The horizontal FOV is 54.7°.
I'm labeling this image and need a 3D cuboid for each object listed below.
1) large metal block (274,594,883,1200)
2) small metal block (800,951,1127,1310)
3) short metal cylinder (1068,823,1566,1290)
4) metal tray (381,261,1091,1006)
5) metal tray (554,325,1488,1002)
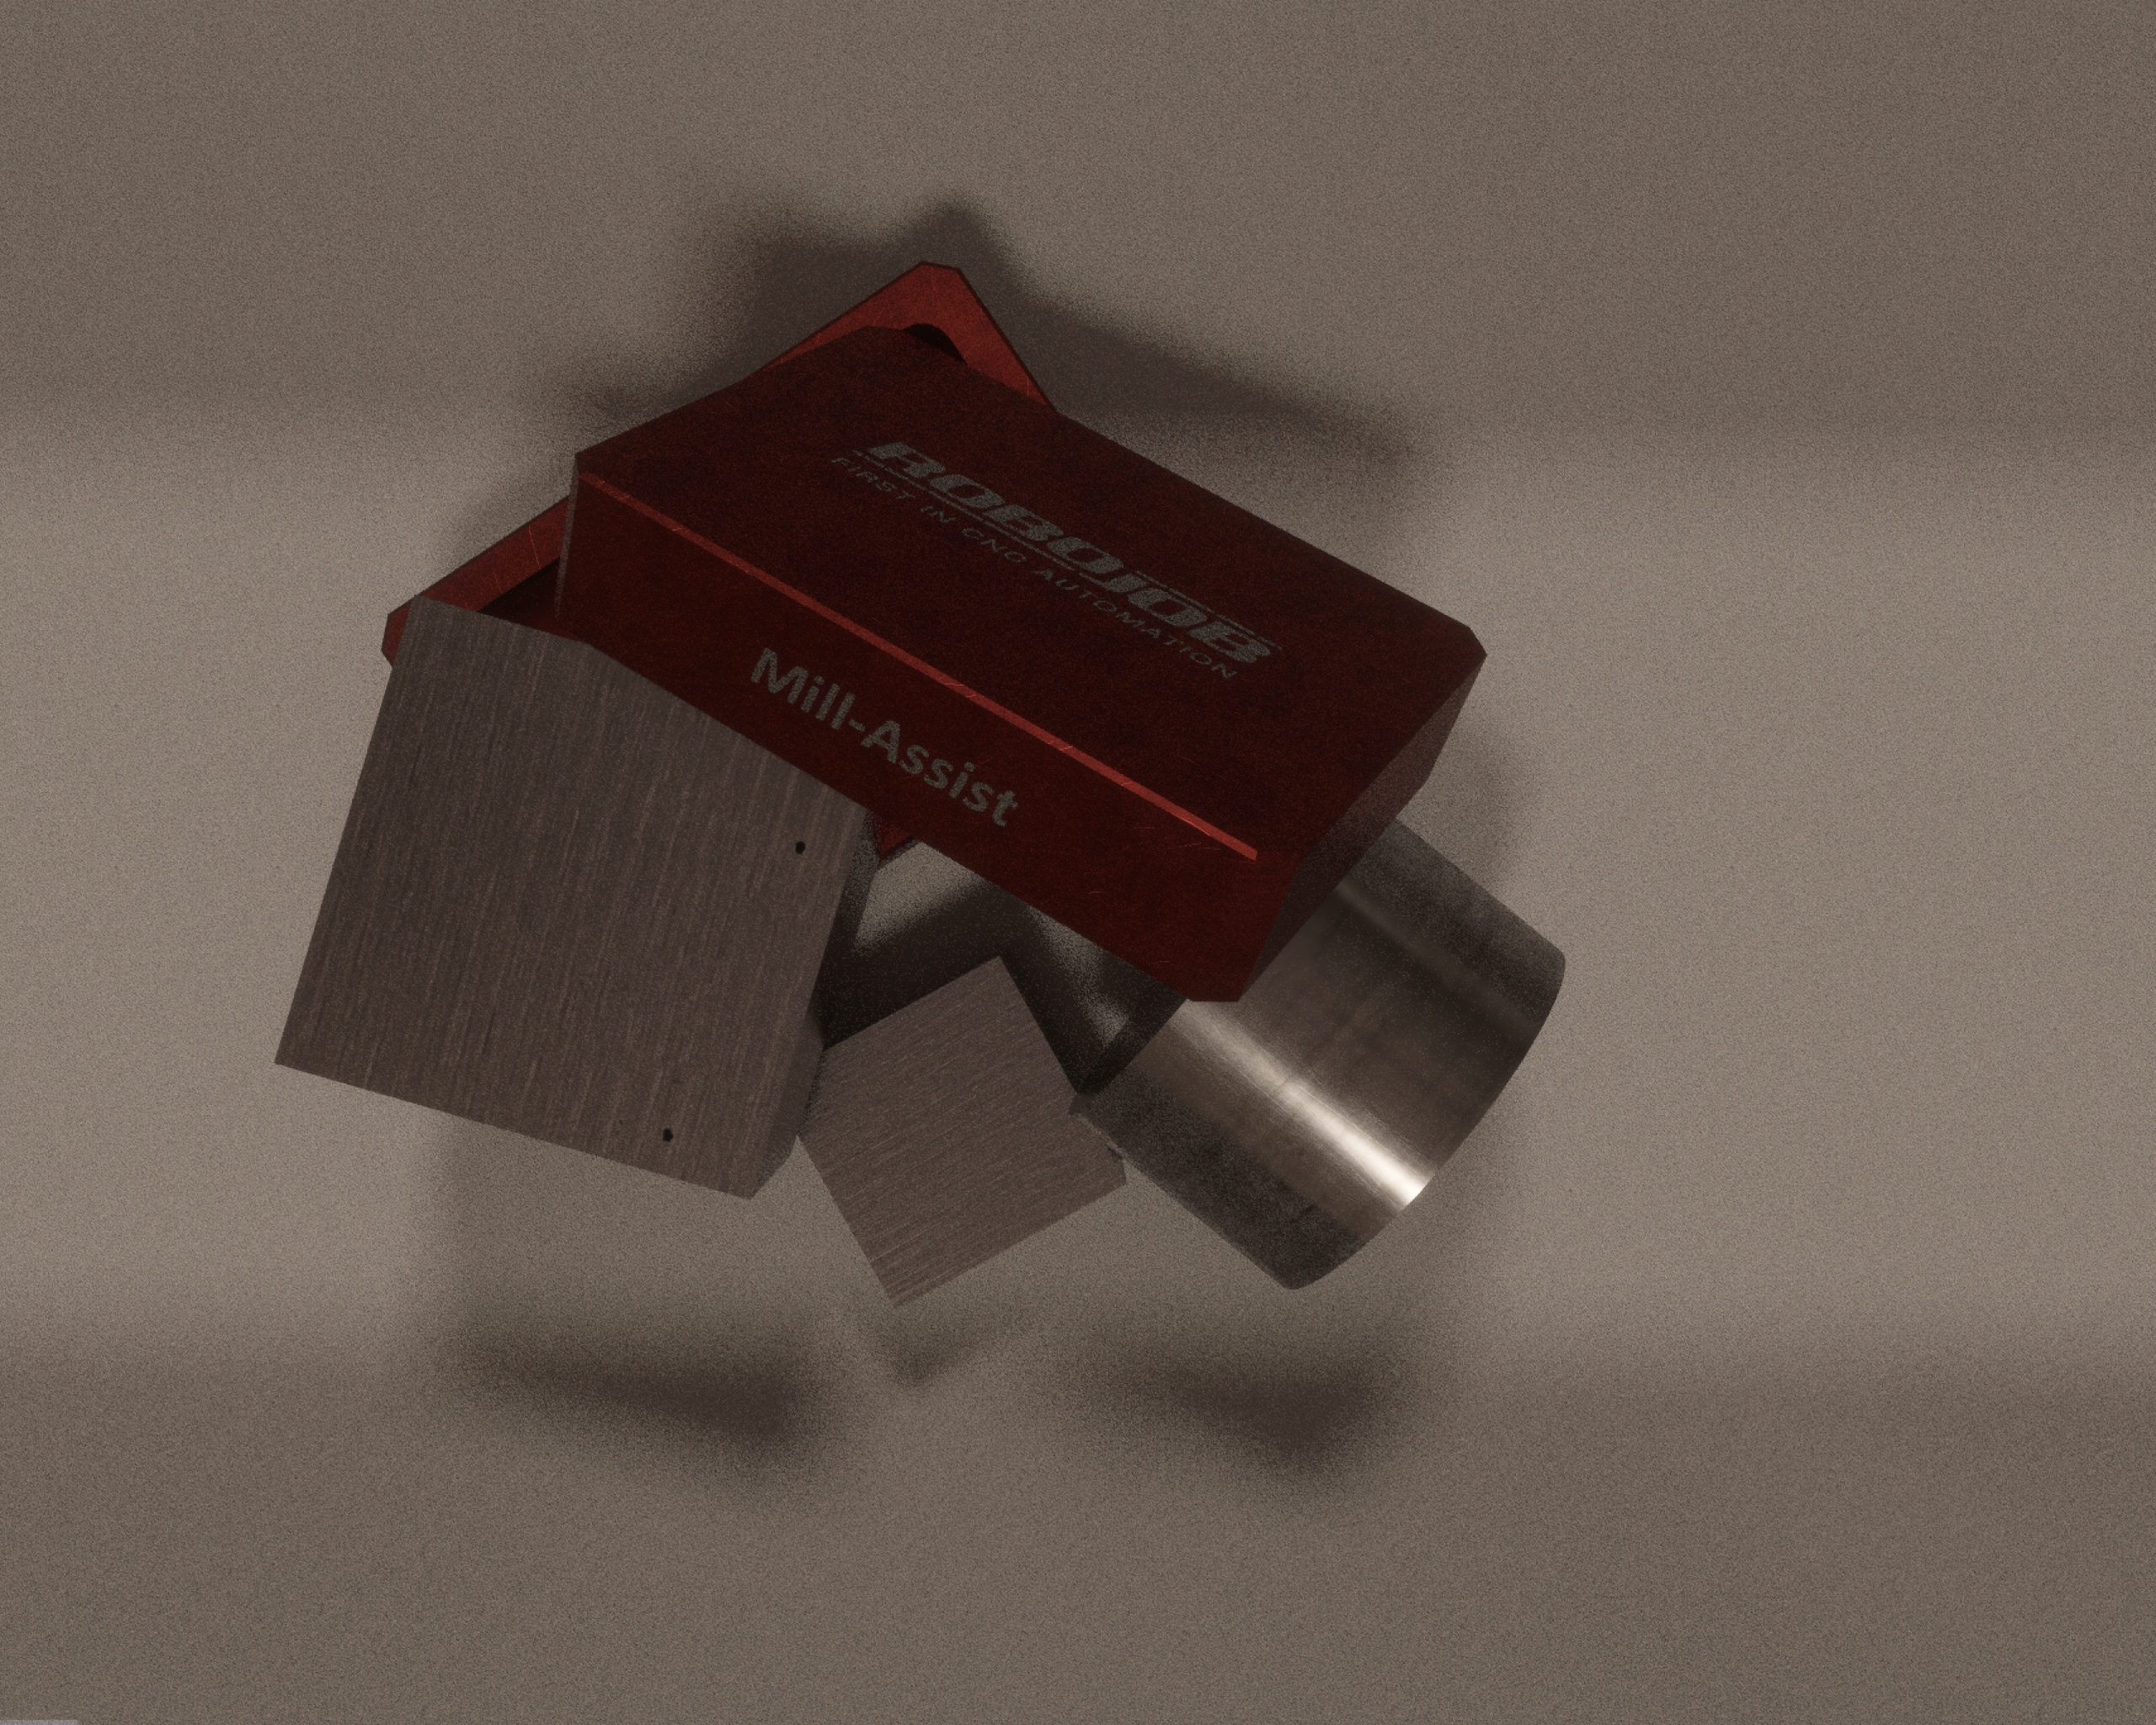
[{"bbox_3d":[-0.081,0.006,0.364,0.080,0.050,0.080,16,90,-1],"label":"large metal block"},{"bbox_3d":[-0.025,0.051,0.410,0.050,0.025,0.050,-29,90,-1],"label":"small metal block"},{"bbox_3d":[0.043,0.031,0.384,0.050,0.080,0.080,39,90,-1],"label":"short metal cylinder"},{"bbox_3d":[-0.054,-0.043,0.406,0.130,0.030,0.090,-34,90,-1],"label":"metal tray"},{"bbox_3d":[-0.008,-0.039,0.348,0.130,0.090,0.030,30,128,14],"label":"metal tray"}]
